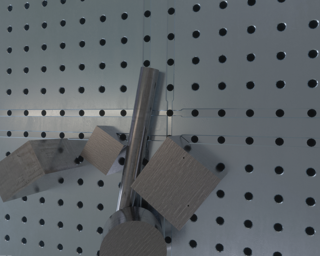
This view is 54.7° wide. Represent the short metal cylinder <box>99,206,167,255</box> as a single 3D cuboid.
[{"bbox_3d":[-0.034,0.147,0.395,0.081,0.050,0.079,-1,95,-7],"label":"short metal cylinder"}]

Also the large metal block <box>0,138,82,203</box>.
[{"bbox_3d":[-0.176,0.058,0.445,0.080,0.080,0.050,-33,80,17],"label":"large metal block"}]

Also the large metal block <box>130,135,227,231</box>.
[{"bbox_3d":[0.025,0.066,0.391,0.080,0.050,0.080,39,102,15],"label":"large metal block"}]

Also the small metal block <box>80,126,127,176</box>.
[{"bbox_3d":[-0.077,0.031,0.440,0.050,0.025,0.050,34,101,16],"label":"small metal block"}]

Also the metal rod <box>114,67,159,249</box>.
[{"bbox_3d":[-0.040,0.067,0.426,0.025,0.025,0.298,11,94,19],"label":"metal rod"}]
